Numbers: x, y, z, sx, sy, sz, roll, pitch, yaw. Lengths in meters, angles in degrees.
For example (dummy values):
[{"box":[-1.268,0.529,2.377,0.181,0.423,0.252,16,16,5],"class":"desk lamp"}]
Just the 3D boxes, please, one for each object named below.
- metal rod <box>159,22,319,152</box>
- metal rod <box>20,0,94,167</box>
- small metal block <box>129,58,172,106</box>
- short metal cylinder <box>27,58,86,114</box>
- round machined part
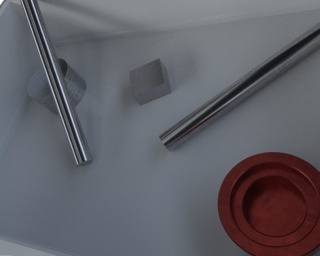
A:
[{"box":[0.128,-0.067,0.378,0.300,0.025,0.025,-35,52,4],"class":"metal rod"},{"box":[-0.161,-0.084,0.469,0.025,0.025,0.299,-26,75,12],"class":"metal rod"},{"box":[-0.015,-0.067,0.453,0.050,0.025,0.050,-21,54,15],"class":"small metal block"},{"box":[-0.172,-0.070,0.520,0.080,0.050,0.080,-13,56,20],"class":"short metal cylinder"},{"box":[0.108,0.075,0.292,0.098,0.042,0.098,-13,56,20],"class":"round machined part"}]
